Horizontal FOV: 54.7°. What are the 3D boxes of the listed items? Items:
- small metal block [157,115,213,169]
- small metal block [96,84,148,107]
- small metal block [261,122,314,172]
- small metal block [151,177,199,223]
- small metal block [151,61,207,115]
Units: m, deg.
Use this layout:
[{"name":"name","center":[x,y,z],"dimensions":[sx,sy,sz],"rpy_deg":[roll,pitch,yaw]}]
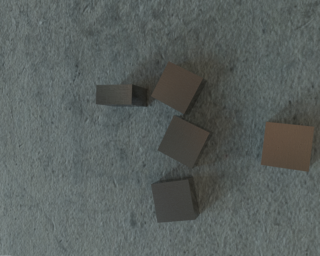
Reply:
[{"name":"small metal block","center":[0.033,0.017,0.397],"dimensions":[0.050,0.025,0.050],"rpy_deg":[28,99,17]},{"name":"small metal block","center":[-0.050,-0.042,0.412],"dimensions":[0.050,0.050,0.025],"rpy_deg":[2,91,19]},{"name":"small metal block","center":[0.146,0.020,0.358],"dimensions":[0.050,0.025,0.050],"rpy_deg":[7,92,19]},{"name":"small metal block","center":[0.020,0.092,0.401],"dimensions":[0.050,0.025,0.050],"rpy_deg":[-11,86,19]},{"name":"small metal block","center":[0.025,-0.051,0.400],"dimensions":[0.050,0.025,0.050],"rpy_deg":[30,100,17]}]
